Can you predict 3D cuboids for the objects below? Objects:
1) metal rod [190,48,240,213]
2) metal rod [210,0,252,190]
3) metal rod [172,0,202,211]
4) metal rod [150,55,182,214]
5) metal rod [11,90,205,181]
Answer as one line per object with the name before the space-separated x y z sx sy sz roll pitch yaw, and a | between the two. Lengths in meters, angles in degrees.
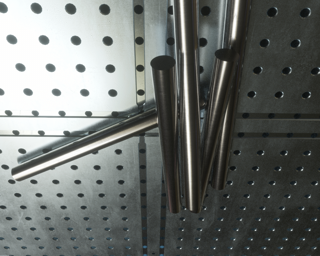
metal rod | 0.064 0.030 0.421 0.025 0.025 0.298 1 136 -1
metal rod | 0.085 -0.025 0.391 0.025 0.025 0.298 -2 130 1
metal rod | 0.035 -0.015 0.365 0.025 0.025 0.298 -4 123 3
metal rod | 0.014 0.035 0.416 0.025 0.025 0.298 -4 138 3
metal rod | -0.080 0.016 0.423 0.300 0.025 0.025 -21 127 17
